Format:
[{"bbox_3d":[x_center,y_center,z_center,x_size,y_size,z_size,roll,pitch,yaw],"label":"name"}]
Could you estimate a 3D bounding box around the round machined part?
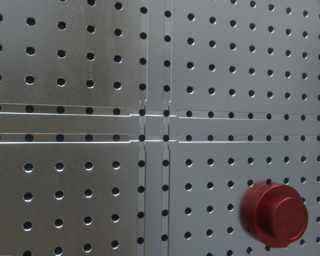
[{"bbox_3d":[0.185,0.136,0.474,0.099,0.042,0.097,0,90,-21],"label":"round machined part"}]
